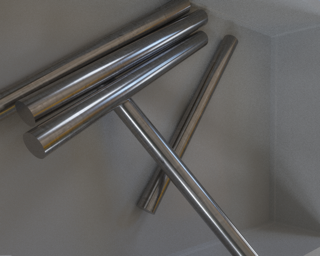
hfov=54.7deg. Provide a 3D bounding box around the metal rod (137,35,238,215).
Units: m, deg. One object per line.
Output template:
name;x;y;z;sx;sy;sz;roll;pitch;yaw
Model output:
metal rod;0.048;-0.019;0.446;0.025;0.025;0.300;43;64;-32

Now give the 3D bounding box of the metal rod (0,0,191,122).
metal rod;-0.064;-0.090;0.351;0.302;0.025;0.025;-40;115;-32

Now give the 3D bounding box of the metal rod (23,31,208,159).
metal rod;-0.020;-0.058;0.352;0.302;0.025;0.025;-42;116;-44

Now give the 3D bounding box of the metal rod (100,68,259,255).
metal rod;0.023;0.055;0.361;0.025;0.025;0.300;-42;95;-32

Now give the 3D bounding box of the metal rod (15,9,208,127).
metal rod;-0.027;-0.087;0.359;0.302;0.025;0.025;-41;115;-40
